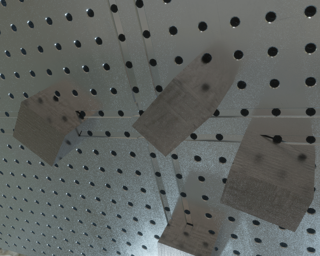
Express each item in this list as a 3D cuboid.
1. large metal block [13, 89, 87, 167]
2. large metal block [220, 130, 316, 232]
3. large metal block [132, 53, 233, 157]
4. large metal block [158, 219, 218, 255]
[{"bbox_3d":[-0.174,0.000,0.484,0.080,0.050,0.080,37,129,2],"label":"large metal block"},{"bbox_3d":[0.121,0.055,0.345,0.080,0.080,0.050,19,126,16],"label":"large metal block"},{"bbox_3d":[0.026,-0.026,0.345,0.050,0.080,0.080,43,129,-2],"label":"large metal block"},{"bbox_3d":[0.044,0.204,0.497,0.080,0.050,0.079,13,124,21],"label":"large metal block"}]
